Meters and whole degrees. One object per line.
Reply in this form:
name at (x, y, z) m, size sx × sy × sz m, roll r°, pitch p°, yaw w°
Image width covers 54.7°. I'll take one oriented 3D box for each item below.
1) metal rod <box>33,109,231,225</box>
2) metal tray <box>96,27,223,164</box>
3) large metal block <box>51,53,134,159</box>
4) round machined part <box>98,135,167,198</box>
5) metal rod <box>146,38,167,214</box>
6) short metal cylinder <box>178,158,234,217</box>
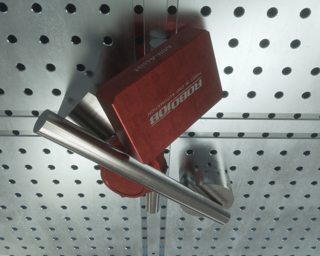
metal rod at (-0.008, 0.062, 0.372) m, size 0.025 × 0.025 × 0.301 m, roll -36°, pitch 130°, yaw 26°
metal tray at (0.008, -0.035, 0.327) m, size 0.131 × 0.030 × 0.090 m, roll -40°, pitch 131°, yaw -22°
large metal block at (-0.076, -0.025, 0.354) m, size 0.050 × 0.080 × 0.080 m, roll 34°, pitch 122°, yaw -26°
round machined part at (-0.043, 0.059, 0.430) m, size 0.098 × 0.042 × 0.097 m, roll 11°, pitch 131°, yaw 13°
metal rod at (-0.006, 0.022, 0.430) m, size 0.025 × 0.025 × 0.298 m, roll 2°, pitch 130°, yaw -2°
short metal cylinder at (0.069, 0.092, 0.476) m, size 0.081 × 0.050 × 0.079 m, roll 0°, pitch 130°, yaw 0°
